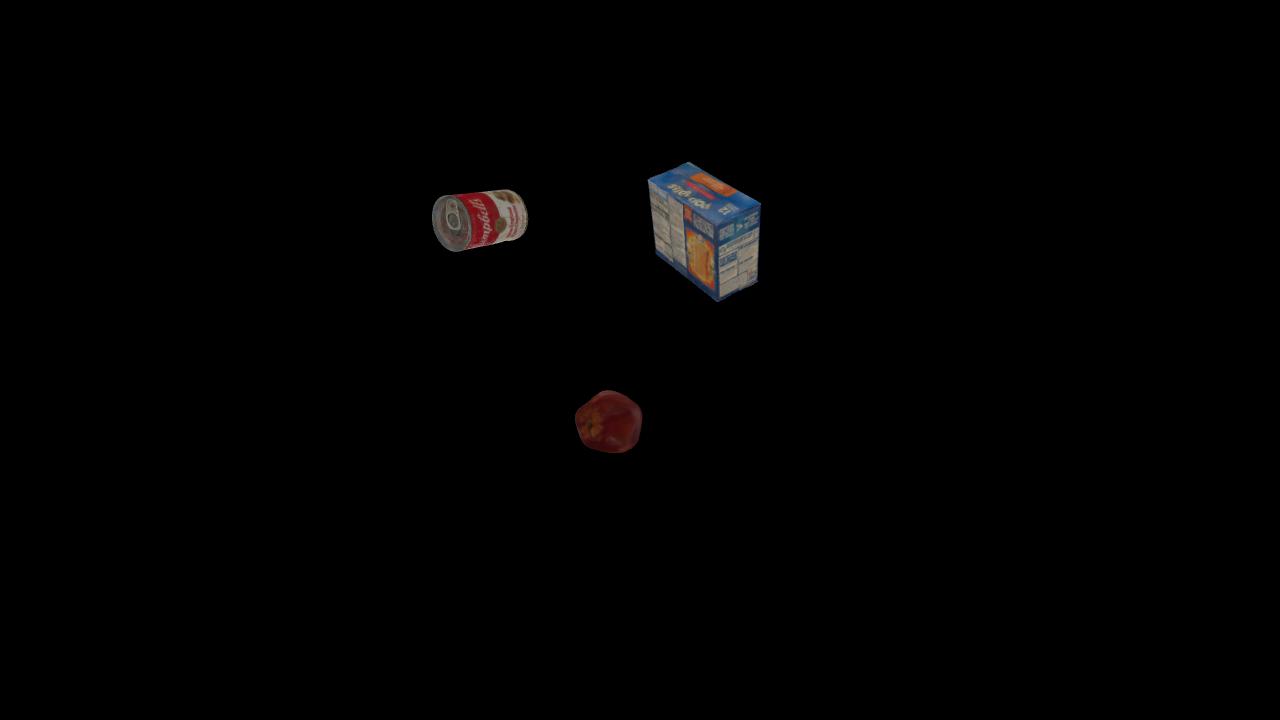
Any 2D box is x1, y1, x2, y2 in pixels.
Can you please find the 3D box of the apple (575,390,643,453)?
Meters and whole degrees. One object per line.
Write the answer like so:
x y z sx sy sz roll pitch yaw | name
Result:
-0.037 0.077 0.747 0.079 0.079 0.093 0 -4 23 | apple

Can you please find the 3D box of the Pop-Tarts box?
0.096 -0.196 0.932 0.083 0.141 0.167 -30 49 -19 | Pop-Tarts box

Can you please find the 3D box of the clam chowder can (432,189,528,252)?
-0.199 -0.177 0.774 0.068 0.068 0.102 0 17 34 | clam chowder can
